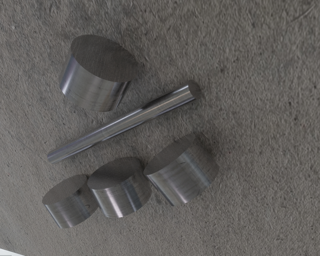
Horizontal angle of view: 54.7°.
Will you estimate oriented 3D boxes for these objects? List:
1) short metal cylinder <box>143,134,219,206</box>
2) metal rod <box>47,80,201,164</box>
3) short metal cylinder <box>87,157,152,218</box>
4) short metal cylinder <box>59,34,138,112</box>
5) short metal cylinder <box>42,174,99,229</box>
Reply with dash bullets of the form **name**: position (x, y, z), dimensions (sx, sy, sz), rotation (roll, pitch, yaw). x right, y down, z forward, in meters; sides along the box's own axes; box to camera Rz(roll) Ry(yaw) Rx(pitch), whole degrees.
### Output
- **short metal cylinder**: position (0.026, 0.051, 0.389), dimensions (0.080, 0.080, 0.050), rotation (-30, 102, 38)
- **metal rod**: position (-0.071, 0.003, 0.446), dimensions (0.299, 0.025, 0.025), rotation (-23, 106, 36)
- **short metal cylinder**: position (-0.058, 0.085, 0.455), dimensions (0.080, 0.080, 0.050), rotation (-7, 115, 31)
- **short metal cylinder**: position (-0.073, -0.065, 0.370), dimensions (0.080, 0.080, 0.050), rotation (38, 129, 2)
- **short metal cylinder**: position (-0.150, 0.123, 0.527), dimensions (0.080, 0.080, 0.050), rotation (-12, 112, 33)
